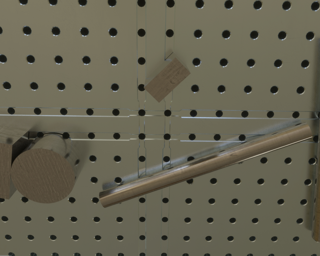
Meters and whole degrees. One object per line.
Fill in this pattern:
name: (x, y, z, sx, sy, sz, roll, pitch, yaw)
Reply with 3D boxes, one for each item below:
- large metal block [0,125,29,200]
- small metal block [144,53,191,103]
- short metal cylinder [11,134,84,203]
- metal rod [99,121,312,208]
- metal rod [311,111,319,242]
large metal block: (-0.228, 0.041, 0.412, 0.081, 0.050, 0.079, 11, 110, -5)
small metal block: (0.008, -0.063, 0.377, 0.050, 0.050, 0.025, -42, 105, 14)
short metal cylinder: (-0.149, 0.054, 0.418, 0.081, 0.050, 0.079, 0, 110, -1)
metal rod: (0.058, 0.053, 0.433, 0.301, 0.025, 0.025, -20, 109, 6)
metal rod: (0.231, 0.030, 0.427, 0.025, 0.025, 0.298, -6, 110, 2)
